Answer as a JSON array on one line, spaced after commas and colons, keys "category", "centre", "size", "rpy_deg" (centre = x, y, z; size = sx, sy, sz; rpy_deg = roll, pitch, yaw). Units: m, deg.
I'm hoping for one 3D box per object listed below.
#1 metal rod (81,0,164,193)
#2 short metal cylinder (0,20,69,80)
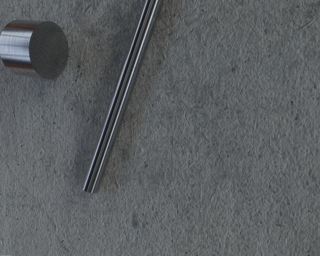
[{"category": "metal rod", "centre": [-0.051, -0.051, 0.426], "size": [0.025, 0.025, 0.298], "rpy_deg": [22, 97, 18]}, {"category": "short metal cylinder", "centre": [-0.177, -0.112, 0.442], "size": [0.050, 0.080, 0.079], "rpy_deg": [10, 93, 20]}]
